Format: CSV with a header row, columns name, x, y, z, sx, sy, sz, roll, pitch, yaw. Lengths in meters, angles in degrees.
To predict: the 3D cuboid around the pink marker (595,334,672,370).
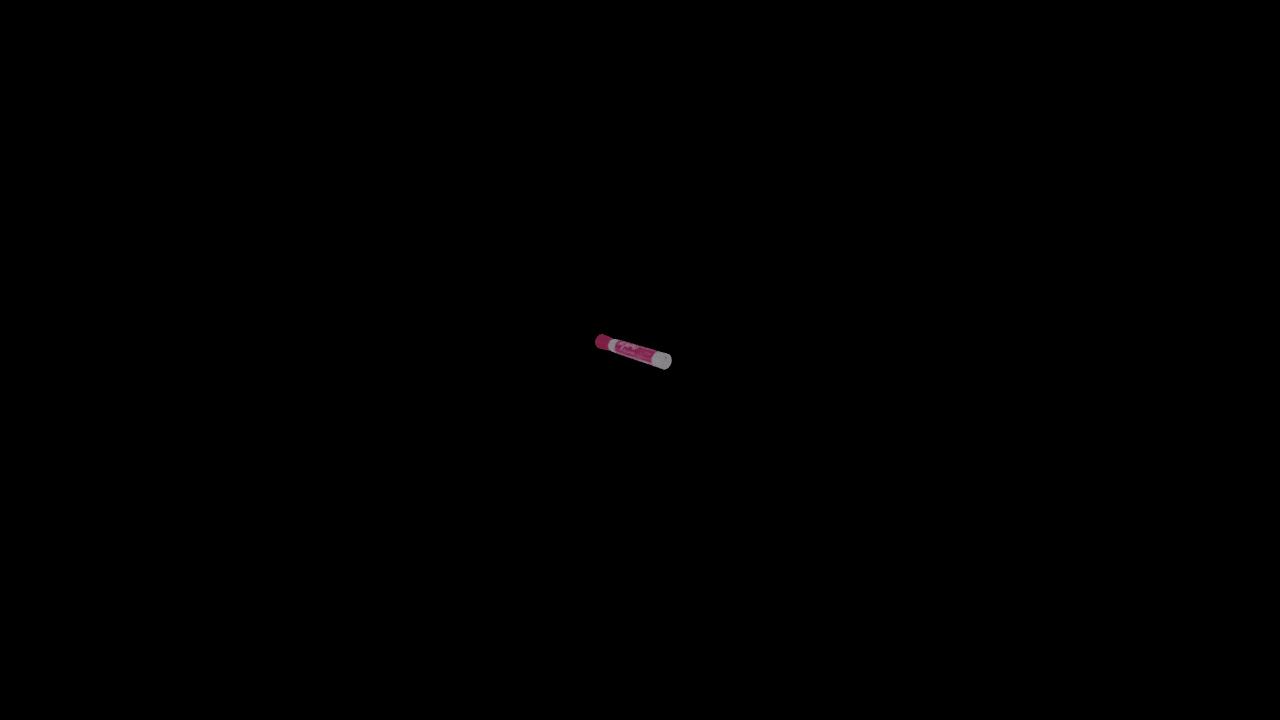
name,x,y,z,sx,sy,sz,roll,pitch,yaw
pink marker,-0.012,-0.011,0.739,0.020,0.020,0.121,0,13,-45
